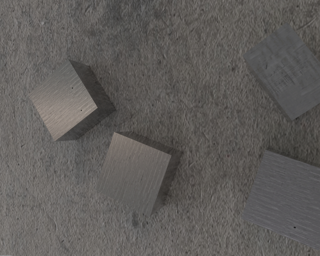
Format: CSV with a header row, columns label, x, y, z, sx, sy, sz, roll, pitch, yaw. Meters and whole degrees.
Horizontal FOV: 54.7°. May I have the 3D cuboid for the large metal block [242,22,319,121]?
label,x,y,z,sx,sy,sz,roll,pitch,yaw
large metal block,0.137,-0.054,0.331,0.050,0.080,0.080,-36,79,16

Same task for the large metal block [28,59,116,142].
label,x,y,z,sx,sy,sz,roll,pitch,yaw
large metal block,-0.124,-0.037,0.439,0.080,0.050,0.080,-36,79,16

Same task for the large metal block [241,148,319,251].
label,x,y,z,sx,sy,sz,roll,pitch,yaw
large metal block,0.145,0.073,0.344,0.080,0.050,0.080,19,97,19

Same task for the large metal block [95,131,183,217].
label,x,y,z,sx,sy,sz,roll,pitch,yaw
large metal block,-0.026,0.056,0.405,0.080,0.050,0.080,21,97,18
